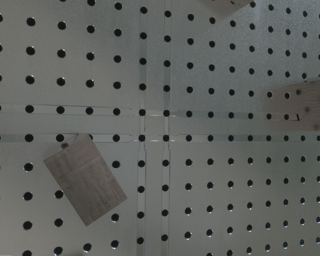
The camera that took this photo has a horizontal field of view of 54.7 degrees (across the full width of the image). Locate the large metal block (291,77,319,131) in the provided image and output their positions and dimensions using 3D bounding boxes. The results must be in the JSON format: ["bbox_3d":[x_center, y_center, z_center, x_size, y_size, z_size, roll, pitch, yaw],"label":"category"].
[{"bbox_3d":[0.263,-0.040,0.483,0.050,0.080,0.080,-18,96,-19],"label":"large metal block"}]

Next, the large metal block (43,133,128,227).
[{"bbox_3d":[-0.088,0.053,0.352,0.050,0.080,0.080,-32,101,-17],"label":"large metal block"}]

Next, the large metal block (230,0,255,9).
[{"bbox_3d":[0.117,-0.236,0.444,0.080,0.050,0.080,30,80,-18],"label":"large metal block"}]
